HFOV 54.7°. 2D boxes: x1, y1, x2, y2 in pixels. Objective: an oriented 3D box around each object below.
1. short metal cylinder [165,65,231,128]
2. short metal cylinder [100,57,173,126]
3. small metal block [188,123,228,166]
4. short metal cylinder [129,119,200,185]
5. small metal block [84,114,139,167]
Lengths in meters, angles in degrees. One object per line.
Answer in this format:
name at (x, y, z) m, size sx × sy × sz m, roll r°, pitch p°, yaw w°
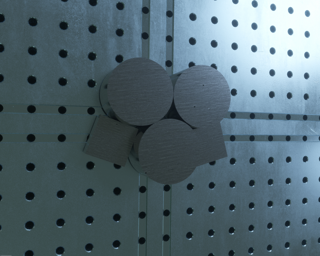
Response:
short metal cylinder at (0.046, -0.040, 0.412) m, size 0.081 × 0.050 × 0.079 m, roll 0°, pitch 90°, yaw -20°
short metal cylinder at (-0.030, -0.043, 0.384) m, size 0.081 × 0.050 × 0.079 m, roll 0°, pitch 90°, yaw -20°
small metal block at (0.061, 0.022, 0.432) m, size 0.050 × 0.025 × 0.050 m, roll -15°, pitch 95°, yaw -20°
short metal cylinder at (0.004, 0.028, 0.397) m, size 0.081 × 0.050 × 0.079 m, roll 0°, pitch 90°, yaw -20°
small metal block at (-0.061, 0.016, 0.386) m, size 0.050 × 0.025 × 0.050 m, roll 22°, pitch 83°, yaw -19°
